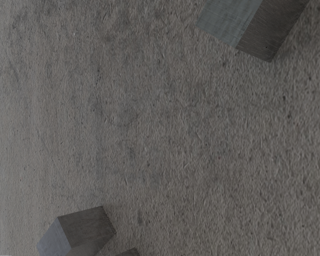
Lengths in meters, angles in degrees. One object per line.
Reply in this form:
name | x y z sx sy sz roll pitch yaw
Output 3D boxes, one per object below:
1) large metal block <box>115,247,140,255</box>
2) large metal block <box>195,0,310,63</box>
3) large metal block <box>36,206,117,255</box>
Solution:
large metal block | -0.051 0.230 0.431 0.080 0.050 0.080 51 120 28
large metal block | 0.092 -0.115 0.293 0.050 0.081 0.080 42 115 32
large metal block | -0.128 0.171 0.475 0.080 0.081 0.050 -51 60 28
